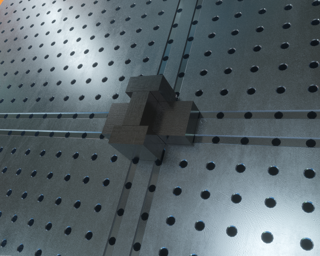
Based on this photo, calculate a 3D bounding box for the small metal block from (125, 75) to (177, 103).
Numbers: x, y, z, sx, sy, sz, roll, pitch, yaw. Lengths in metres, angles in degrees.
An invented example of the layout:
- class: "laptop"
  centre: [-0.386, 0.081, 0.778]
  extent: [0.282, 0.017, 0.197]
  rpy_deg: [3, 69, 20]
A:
- class: "small metal block"
  centre: [-0.011, -0.047, 0.425]
  extent: [0.050, 0.050, 0.025]
  rpy_deg: [1, 62, 28]

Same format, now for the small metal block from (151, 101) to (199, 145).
- class: "small metal block"
  centre: [0.019, -0.007, 0.401]
  extent: [0.050, 0.025, 0.050]
  rpy_deg: [1, 62, 28]

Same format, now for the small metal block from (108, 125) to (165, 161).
- class: "small metal block"
  centre: [-0.028, 0.020, 0.393]
  extent: [0.050, 0.050, 0.025]
  rpy_deg: [1, 62, 28]

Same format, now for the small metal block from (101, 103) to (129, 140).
- class: "small metal block"
  centre: [-0.048, -0.008, 0.436]
  extent: [0.050, 0.025, 0.050]
  rpy_deg: [1, 62, 28]

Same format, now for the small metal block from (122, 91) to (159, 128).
- class: "small metal block"
  centre: [-0.020, -0.013, 0.409]
  extent: [0.025, 0.050, 0.050]
  rpy_deg: [1, 62, 28]
